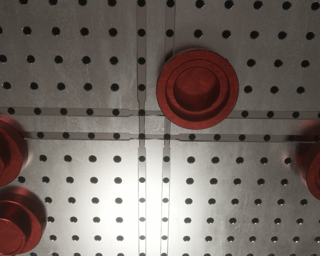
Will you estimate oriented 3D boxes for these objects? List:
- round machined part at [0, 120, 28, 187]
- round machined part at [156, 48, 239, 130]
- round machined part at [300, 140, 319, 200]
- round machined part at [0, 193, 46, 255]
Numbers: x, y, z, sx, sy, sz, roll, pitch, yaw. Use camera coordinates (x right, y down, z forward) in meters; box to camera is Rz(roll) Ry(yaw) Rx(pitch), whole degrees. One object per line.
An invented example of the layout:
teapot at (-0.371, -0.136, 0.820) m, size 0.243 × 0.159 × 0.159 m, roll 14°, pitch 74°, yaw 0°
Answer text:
round machined part at (-0.235, 0.039, 0.415) m, size 0.099 × 0.042 × 0.097 m, roll 0°, pitch 110°, yaw -1°
round machined part at (0.044, -0.050, 0.386) m, size 0.099 × 0.042 × 0.097 m, roll 0°, pitch 110°, yaw -1°
round machined part at (0.242, 0.052, 0.427) m, size 0.099 × 0.042 × 0.097 m, roll 0°, pitch 110°, yaw -1°
round machined part at (-0.224, 0.149, 0.456) m, size 0.099 × 0.042 × 0.097 m, roll 0°, pitch 110°, yaw -1°
